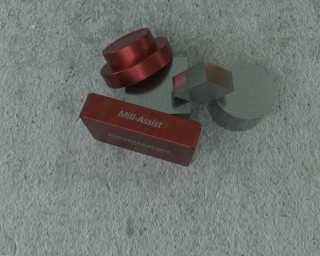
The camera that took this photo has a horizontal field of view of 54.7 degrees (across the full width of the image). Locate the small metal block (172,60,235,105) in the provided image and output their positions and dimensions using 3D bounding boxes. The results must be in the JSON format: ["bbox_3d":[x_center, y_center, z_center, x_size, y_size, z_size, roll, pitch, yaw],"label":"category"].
[{"bbox_3d":[0.051,-0.052,0.367,0.050,0.050,0.025,11,67,-41],"label":"small metal block"}]

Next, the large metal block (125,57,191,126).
[{"bbox_3d":[-0.004,-0.046,0.414,0.081,0.050,0.080,-1,70,-1],"label":"large metal block"}]

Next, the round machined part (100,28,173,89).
[{"bbox_3d":[-0.036,-0.096,0.405,0.098,0.098,0.042,-35,118,-12],"label":"round machined part"}]

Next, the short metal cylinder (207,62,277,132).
[{"bbox_3d":[0.106,-0.040,0.412,0.081,0.050,0.080,0,70,0],"label":"short metal cylinder"}]

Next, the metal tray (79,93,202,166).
[{"bbox_3d":[-0.021,0.005,0.372,0.131,0.090,0.030,16,71,5],"label":"metal tray"}]
